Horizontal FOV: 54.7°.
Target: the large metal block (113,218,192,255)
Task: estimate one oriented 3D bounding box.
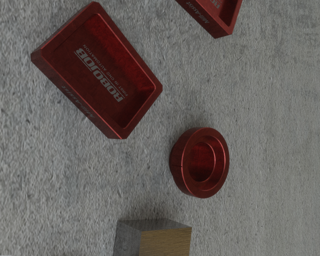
[{"bbox_3d":[-0.011,0.159,0.382,0.081,0.050,0.080,11,83,-40],"label":"large metal block"}]

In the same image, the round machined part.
[{"bbox_3d":[0.051,0.047,0.439,0.099,0.042,0.097,0,90,-40],"label":"round machined part"}]

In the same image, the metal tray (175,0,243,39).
[{"bbox_3d":[0.069,-0.208,0.461,0.131,0.030,0.090,31,71,-36],"label":"metal tray"}]

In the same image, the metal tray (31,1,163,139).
[{"bbox_3d":[-0.063,-0.060,0.349,0.130,0.030,0.090,50,61,-29],"label":"metal tray"}]
